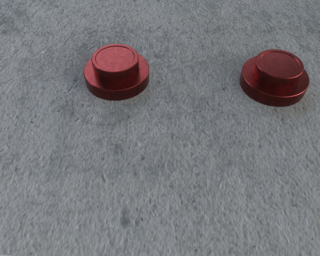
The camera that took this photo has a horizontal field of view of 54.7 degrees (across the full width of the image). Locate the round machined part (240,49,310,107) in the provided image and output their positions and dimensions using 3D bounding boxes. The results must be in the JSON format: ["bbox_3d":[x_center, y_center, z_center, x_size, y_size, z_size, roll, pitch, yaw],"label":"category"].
[{"bbox_3d":[0.173,-0.081,0.462,0.099,0.042,0.098,0,50,0],"label":"round machined part"}]

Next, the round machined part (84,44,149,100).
[{"bbox_3d":[-0.066,-0.090,0.467,0.099,0.042,0.098,0,50,0],"label":"round machined part"}]
